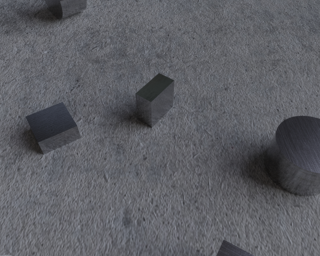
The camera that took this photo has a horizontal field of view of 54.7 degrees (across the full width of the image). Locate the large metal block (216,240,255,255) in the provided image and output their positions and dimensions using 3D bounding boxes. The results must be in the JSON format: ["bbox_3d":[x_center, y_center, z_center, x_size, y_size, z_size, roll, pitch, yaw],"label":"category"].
[{"bbox_3d":[0.071,0.156,0.257,0.080,0.050,0.080,24,54,18],"label":"large metal block"}]

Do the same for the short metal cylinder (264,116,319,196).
[{"bbox_3d":[0.169,0.032,0.362,0.081,0.050,0.080,0,50,0],"label":"short metal cylinder"}]

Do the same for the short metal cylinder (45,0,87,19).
[{"bbox_3d":[-0.181,-0.251,0.577,0.050,0.080,0.080,-33,58,-25],"label":"short metal cylinder"}]

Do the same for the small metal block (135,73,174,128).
[{"bbox_3d":[-0.006,-0.037,0.418,0.025,0.050,0.050,30,56,22],"label":"small metal block"}]

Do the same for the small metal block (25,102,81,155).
[{"bbox_3d":[-0.138,-0.001,0.403,0.050,0.025,0.050,-26,55,-20],"label":"small metal block"}]
